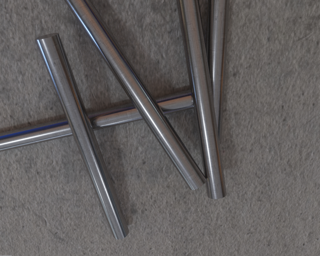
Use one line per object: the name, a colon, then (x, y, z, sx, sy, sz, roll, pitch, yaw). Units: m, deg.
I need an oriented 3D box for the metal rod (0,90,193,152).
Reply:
metal rod: (-0.105, -0.005, 0.406, 0.302, 0.025, 0.025, -13, 110, 4)

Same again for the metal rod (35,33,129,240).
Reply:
metal rod: (-0.089, 0.031, 0.397, 0.025, 0.025, 0.298, -11, 119, 4)

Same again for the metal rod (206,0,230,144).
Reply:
metal rod: (0.068, -0.121, 0.366, 0.025, 0.025, 0.298, -1, 110, 0)

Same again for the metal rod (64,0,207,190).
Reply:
metal rod: (-0.033, -0.052, 0.368, 0.025, 0.025, 0.299, -32, 99, 10)

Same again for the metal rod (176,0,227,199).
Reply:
metal rod: (0.048, -0.055, 0.371, 0.025, 0.025, 0.298, -10, 103, 3)
